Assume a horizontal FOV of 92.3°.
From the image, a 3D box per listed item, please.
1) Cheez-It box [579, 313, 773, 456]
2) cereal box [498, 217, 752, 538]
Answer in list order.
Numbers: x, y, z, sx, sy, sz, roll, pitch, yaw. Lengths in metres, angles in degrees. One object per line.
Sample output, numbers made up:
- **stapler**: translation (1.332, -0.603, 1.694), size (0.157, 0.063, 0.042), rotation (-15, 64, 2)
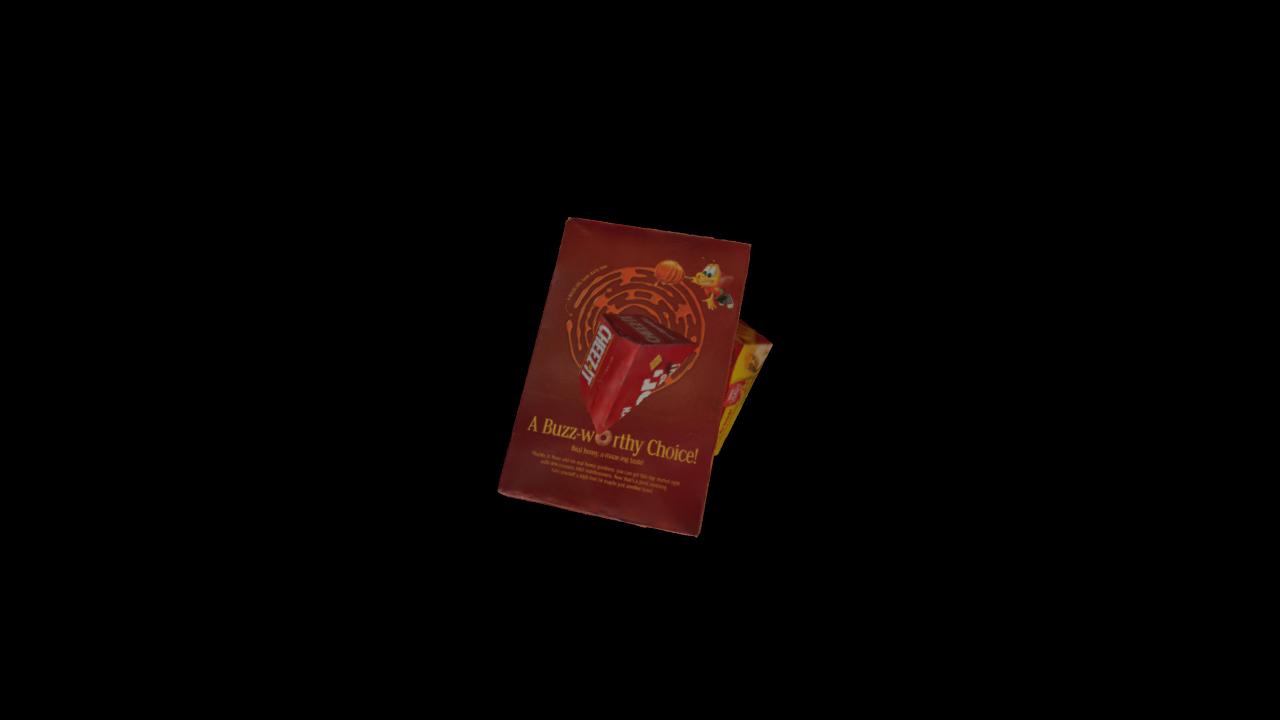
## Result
- **Cheez-It box**: translation (0.029, 0.036, 0.675), size (0.223, 0.166, 0.071), rotation (-3, 34, -44)
- **cereal box**: translation (-0.008, 0.011, 0.646), size (0.203, 0.306, 0.081), rotation (10, -14, 8)
